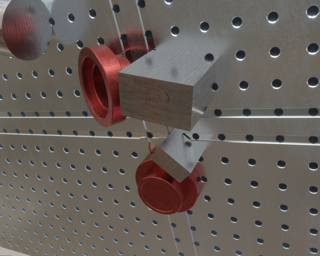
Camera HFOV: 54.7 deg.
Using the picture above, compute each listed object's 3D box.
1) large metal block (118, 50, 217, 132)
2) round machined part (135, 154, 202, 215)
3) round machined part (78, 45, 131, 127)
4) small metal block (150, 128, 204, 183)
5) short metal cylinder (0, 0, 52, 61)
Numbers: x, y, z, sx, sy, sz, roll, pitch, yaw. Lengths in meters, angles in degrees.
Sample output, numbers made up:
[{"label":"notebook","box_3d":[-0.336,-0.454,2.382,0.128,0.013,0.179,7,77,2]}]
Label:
[{"label":"large metal block","box_3d":[0.011,-0.045,0.342,0.080,0.080,0.050,14,124,20]},{"label":"round machined part","box_3d":[0.007,0.086,0.450,0.098,0.042,0.097,13,124,20]},{"label":"round machined part","box_3d":[-0.061,-0.054,0.381,0.098,0.042,0.097,37,137,45]},{"label":"small metal block","box_3d":[0.023,0.035,0.405,0.050,0.050,0.025,40,129,1]},{"label":"short metal cylinder","box_3d":[-0.185,-0.130,0.393,0.050,0.080,0.079,15,125,19]}]
